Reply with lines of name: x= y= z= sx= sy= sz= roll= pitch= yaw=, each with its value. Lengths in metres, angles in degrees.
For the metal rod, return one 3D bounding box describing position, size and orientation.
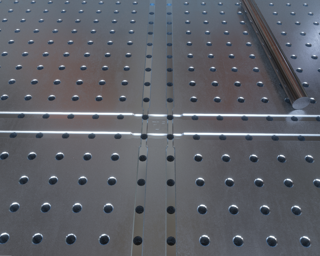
metal rod: x=0.187 y=-0.149 z=0.534 sx=0.025 sy=0.025 sz=0.300 roll=-4 pitch=50 yaw=-3
